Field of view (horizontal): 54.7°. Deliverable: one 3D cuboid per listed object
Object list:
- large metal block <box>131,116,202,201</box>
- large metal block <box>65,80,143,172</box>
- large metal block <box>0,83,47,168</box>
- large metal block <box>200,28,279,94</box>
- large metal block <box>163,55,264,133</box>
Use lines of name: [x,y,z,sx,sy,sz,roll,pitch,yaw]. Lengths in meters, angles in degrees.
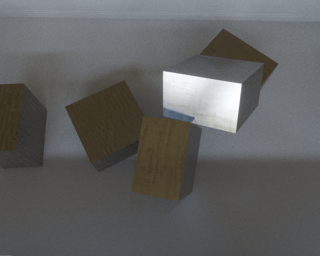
large metal block: [0.011,0.033,0.353,0.050,0.080,0.080,8,87,16]
large metal block: [-0.062,-0.002,0.396,0.080,0.050,0.080,-26,72,-10]
large metal block: [-0.180,0.001,0.378,0.050,0.080,0.080,-3,70,-1]
large metal block: [0.094,-0.068,0.407,0.080,0.080,0.050,37,74,12]
large metal block: [0.058,-0.042,0.334,0.080,0.050,0.080,15,30,27]
